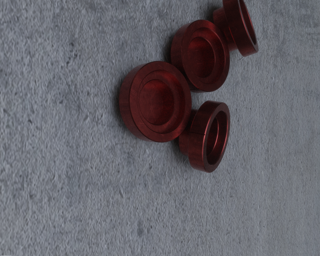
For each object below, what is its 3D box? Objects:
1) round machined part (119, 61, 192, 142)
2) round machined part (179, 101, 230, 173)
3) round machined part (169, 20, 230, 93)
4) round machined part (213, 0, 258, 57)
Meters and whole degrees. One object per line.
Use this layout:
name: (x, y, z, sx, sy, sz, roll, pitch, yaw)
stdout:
round machined part: (-0.010, -0.031, 0.385, 0.099, 0.042, 0.097, 0, 90, -40)
round machined part: (0.060, 0.010, 0.429, 0.099, 0.042, 0.097, -31, 126, -53)
round machined part: (0.051, -0.098, 0.436, 0.099, 0.042, 0.097, 0, 90, -40)
round machined part: (0.113, -0.154, 0.471, 0.098, 0.042, 0.098, 39, 42, -48)
